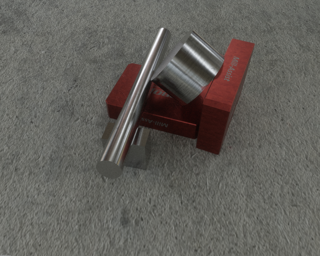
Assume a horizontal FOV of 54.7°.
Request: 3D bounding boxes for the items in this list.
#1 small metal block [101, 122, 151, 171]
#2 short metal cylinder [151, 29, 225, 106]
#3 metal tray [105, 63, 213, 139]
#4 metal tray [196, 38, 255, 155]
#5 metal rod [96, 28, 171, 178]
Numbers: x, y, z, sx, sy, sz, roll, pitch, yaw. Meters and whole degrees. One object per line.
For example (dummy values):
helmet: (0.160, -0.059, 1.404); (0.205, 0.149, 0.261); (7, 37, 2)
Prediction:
small metal block: (-0.038, 0.023, 0.369); (0.050, 0.050, 0.025); (10, 51, 8)
short metal cylinder: (0.033, -0.075, 0.384); (0.050, 0.080, 0.080); (38, 53, -12)
metal tray: (0.002, -0.041, 0.435); (0.131, 0.030, 0.090); (14, 51, 11)
metal tray: (0.085, -0.042, 0.399); (0.030, 0.089, 0.130); (18, 52, 14)
metal rod: (-0.021, -0.057, 0.402); (0.025, 0.025, 0.300); (8, 41, 6)
